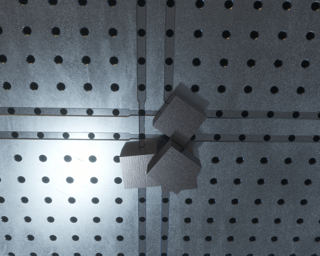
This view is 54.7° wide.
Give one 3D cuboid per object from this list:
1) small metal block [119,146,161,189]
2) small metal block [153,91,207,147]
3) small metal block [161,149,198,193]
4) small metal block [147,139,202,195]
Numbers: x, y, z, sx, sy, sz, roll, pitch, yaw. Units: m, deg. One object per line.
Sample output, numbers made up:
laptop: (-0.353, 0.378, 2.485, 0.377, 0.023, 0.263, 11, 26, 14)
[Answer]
small metal block: (-0.027, 0.056, 0.434, 0.050, 0.025, 0.050, -5, 110, 2)
small metal block: (0.025, -0.012, 0.409, 0.050, 0.025, 0.050, 34, 106, -12)
small metal block: (0.024, 0.060, 0.436, 0.050, 0.025, 0.050, -7, 110, 1)
small metal block: (0.018, 0.051, 0.406, 0.050, 0.025, 0.050, 36, 106, -13)
